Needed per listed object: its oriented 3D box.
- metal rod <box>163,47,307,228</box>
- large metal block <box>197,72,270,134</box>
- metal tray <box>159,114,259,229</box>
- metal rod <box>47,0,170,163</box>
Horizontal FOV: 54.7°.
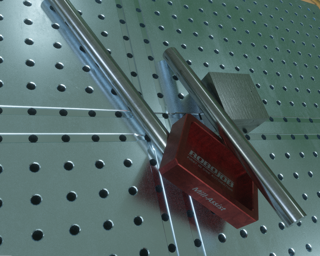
[{"bbox_3d":[0.081,-0.008,0.410,0.025,0.025,0.299,-8,52,-32],"label":"metal rod"},{"bbox_3d":[0.106,-0.036,0.471,0.081,0.050,0.080,-3,63,-30],"label":"large metal block"},{"bbox_3d":[0.066,0.052,0.383,0.130,0.030,0.090,37,39,-16],"label":"metal tray"},{"bbox_3d":[-0.068,-0.079,0.419,0.025,0.025,0.299,-30,78,-38],"label":"metal rod"}]
